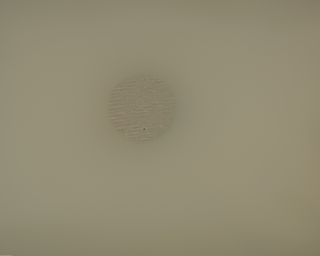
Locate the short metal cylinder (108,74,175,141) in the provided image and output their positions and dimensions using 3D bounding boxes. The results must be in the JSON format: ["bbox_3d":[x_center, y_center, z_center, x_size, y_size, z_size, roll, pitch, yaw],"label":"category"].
[{"bbox_3d":[-0.022,-0.025,0.397,0.080,0.050,0.080,0,90,0],"label":"short metal cylinder"}]
